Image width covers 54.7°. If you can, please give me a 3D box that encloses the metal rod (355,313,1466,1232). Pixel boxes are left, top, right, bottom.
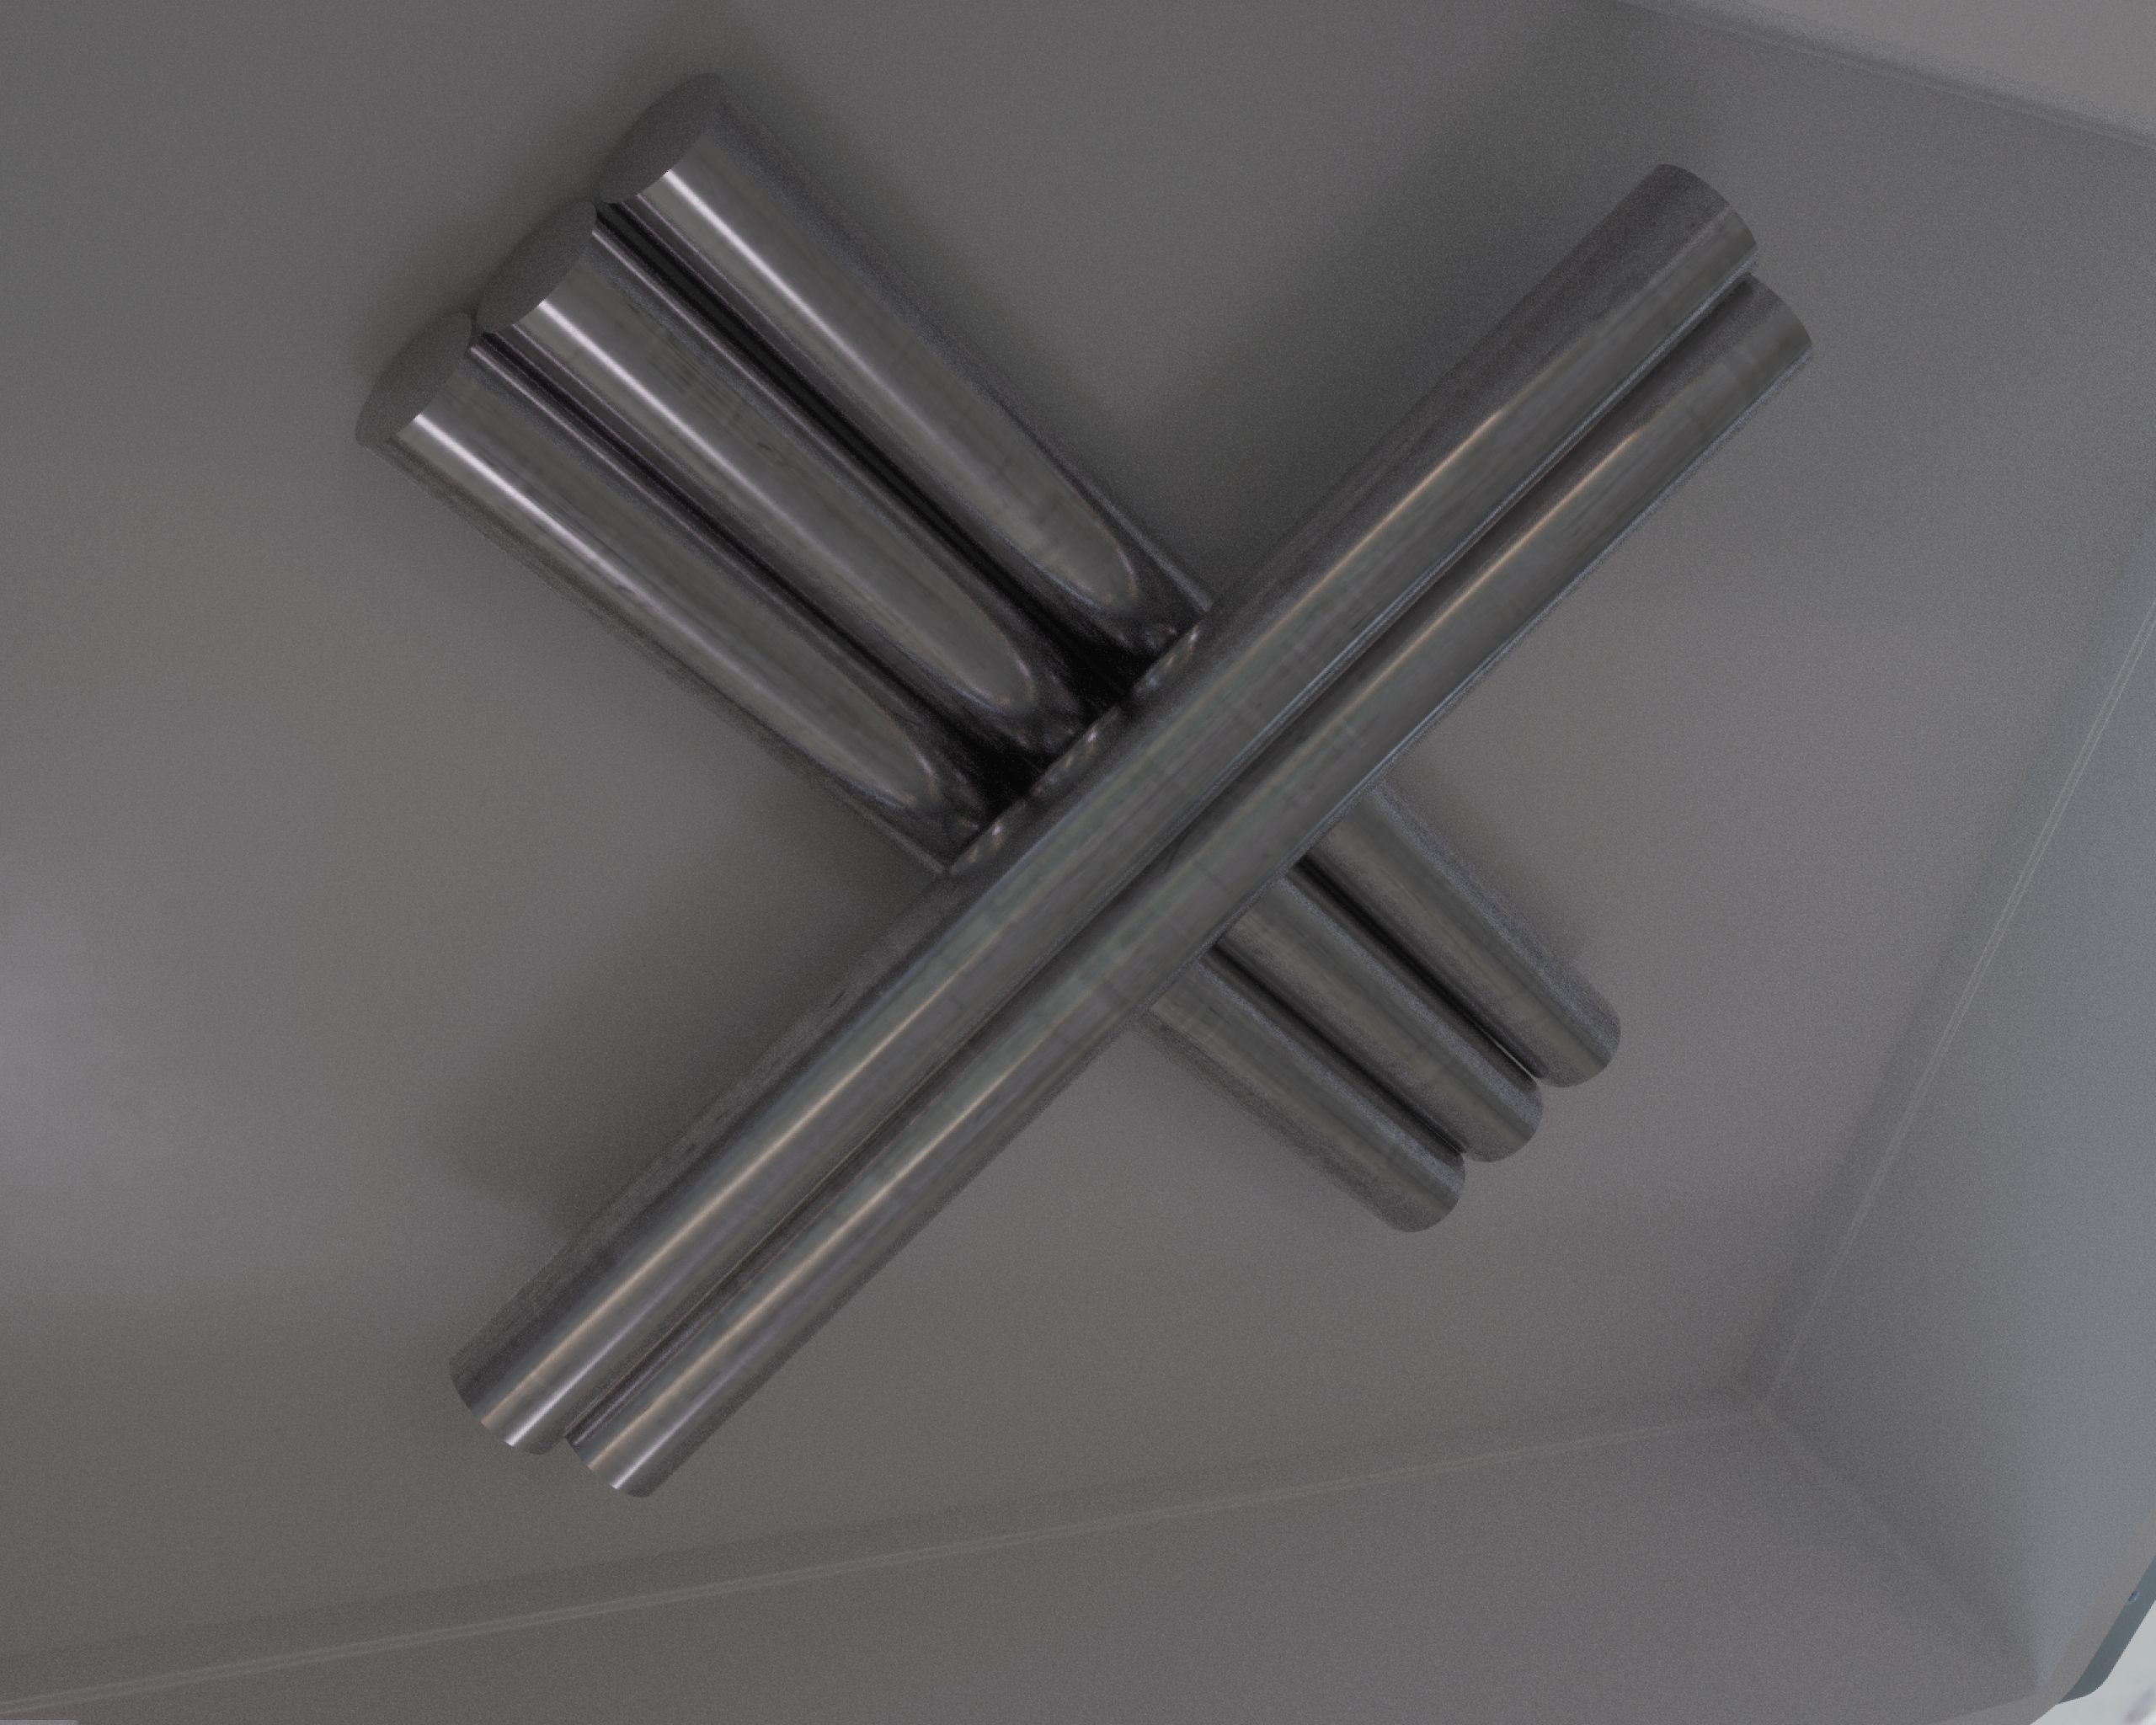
[{"bbox_3d":[-0.008,0.003,0.403,0.025,0.025,0.301,-47,129,4],"label":"metal rod"}]

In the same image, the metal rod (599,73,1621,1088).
[{"bbox_3d":[0.028,-0.032,0.402,0.025,0.025,0.301,-47,129,4],"label":"metal rod"}]

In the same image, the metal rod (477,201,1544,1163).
[{"bbox_3d":[0.010,-0.014,0.403,0.025,0.025,0.301,-47,129,4],"label":"metal rod"}]

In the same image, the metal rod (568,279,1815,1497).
[{"bbox_3d":[0.018,0.005,0.387,0.300,0.025,0.025,-45,129,3],"label":"metal rod"}]

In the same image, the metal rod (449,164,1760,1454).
[{"bbox_3d":[0.003,-0.007,0.371,0.300,0.025,0.025,-45,129,3],"label":"metal rod"}]
